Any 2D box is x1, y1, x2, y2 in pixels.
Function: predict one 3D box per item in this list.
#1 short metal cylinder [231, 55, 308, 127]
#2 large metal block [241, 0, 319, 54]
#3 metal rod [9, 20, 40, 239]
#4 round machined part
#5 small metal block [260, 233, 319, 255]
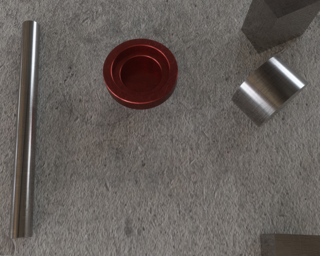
[{"bbox_3d":[0.140,-0.046,0.397,0.080,0.080,0.050,-38,75,-13],"label":"short metal cylinder"},{"bbox_3d":[0.173,-0.162,0.440,0.080,0.080,0.050,-25,72,-9],"label":"large metal block"},{"bbox_3d":[-0.177,-0.012,0.410,0.025,0.025,0.299,-5,70,-2],"label":"metal rod"},{"bbox_3d":[-0.025,-0.070,0.424,0.099,0.042,0.098,0,70,-1],"label":"round machined part"},{"bbox_3d":[0.146,0.133,0.348,0.050,0.050,0.025,2,70,0],"label":"small metal block"}]
